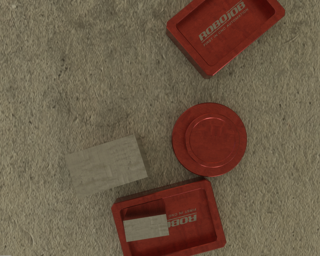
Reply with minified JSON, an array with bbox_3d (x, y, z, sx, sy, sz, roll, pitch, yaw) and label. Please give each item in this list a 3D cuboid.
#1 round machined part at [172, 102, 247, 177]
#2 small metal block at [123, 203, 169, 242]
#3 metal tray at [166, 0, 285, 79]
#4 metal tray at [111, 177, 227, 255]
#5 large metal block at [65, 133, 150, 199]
[{"bbox_3d":[0.065,0.015,0.402,0.099,0.042,0.097,0,90,-1],"label":"round machined part"},{"bbox_3d":[-0.016,0.116,0.384,0.050,0.050,0.025,-9,90,-1],"label":"small metal block"},{"bbox_3d":[0.084,-0.139,0.408,0.130,0.030,0.090,-40,91,-1],"label":"metal tray"},{"bbox_3d":[0.011,0.124,0.407,0.131,0.030,0.089,-15,90,-1],"label":"metal tray"},{"bbox_3d":[-0.059,0.042,0.382,0.080,0.080,0.050,-17,90,0],"label":"large metal block"}]
